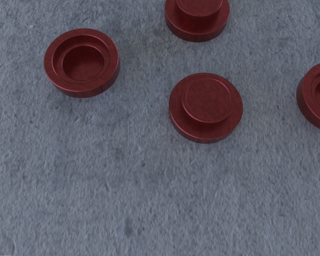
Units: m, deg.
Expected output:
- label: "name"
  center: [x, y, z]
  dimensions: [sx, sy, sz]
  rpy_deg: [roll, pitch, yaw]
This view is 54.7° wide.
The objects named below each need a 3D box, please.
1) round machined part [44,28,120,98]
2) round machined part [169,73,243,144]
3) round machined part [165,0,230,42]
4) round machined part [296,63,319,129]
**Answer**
- label: "round machined part"
  center: [-0.104, -0.085, 0.429]
  dimensions: [0.099, 0.042, 0.098]
  rpy_deg: [0, 70, -1]
- label: "round machined part"
  center: [0.061, -0.031, 0.411]
  dimensions: [0.099, 0.042, 0.098]
  rpy_deg: [0, 70, -1]
- label: "round machined part"
  center: [0.056, -0.182, 0.467]
  dimensions: [0.099, 0.042, 0.098]
  rpy_deg: [0, 70, -1]
- label: "round machined part"
  center: [0.232, -0.038, 0.416]
  dimensions: [0.099, 0.042, 0.098]
  rpy_deg: [0, 70, -1]
